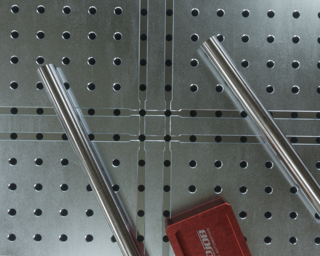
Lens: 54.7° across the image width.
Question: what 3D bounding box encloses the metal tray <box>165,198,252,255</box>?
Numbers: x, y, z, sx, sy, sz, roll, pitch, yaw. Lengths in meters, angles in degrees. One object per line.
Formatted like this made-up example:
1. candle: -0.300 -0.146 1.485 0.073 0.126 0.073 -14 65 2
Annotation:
1. metal tray: 0.072 0.171 0.411 0.090 0.030 0.129 -22 90 -1

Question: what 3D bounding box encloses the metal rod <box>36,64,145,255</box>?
1. metal rod: -0.088 0.056 0.412 0.025 0.025 0.299 -25 90 0

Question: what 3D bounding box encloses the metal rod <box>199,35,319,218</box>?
1. metal rod: 0.150 0.006 0.415 0.025 0.025 0.299 -35 90 0
